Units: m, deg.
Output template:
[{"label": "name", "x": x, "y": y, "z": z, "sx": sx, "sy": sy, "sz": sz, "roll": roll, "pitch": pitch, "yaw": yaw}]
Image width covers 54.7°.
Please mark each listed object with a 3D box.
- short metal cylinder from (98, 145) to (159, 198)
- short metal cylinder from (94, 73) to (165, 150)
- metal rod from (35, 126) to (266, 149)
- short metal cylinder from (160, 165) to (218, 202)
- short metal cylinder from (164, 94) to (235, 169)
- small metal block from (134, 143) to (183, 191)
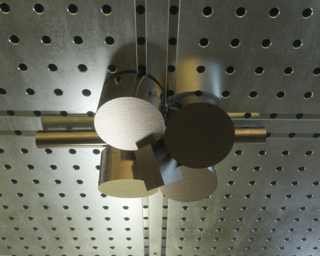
[{"label": "short metal cylinder", "x": -0.042, "y": 0.061, "z": 0.426, "sx": 0.081, "sy": 0.050, "sz": 0.080, "roll": -1, "pitch": 150, "yaw": 0}, {"label": "short metal cylinder", "x": -0.035, "y": -0.019, "z": 0.374, "sx": 0.081, "sy": 0.050, "sz": 0.079, "roll": 0, "pitch": 130, "yaw": 0}, {"label": "metal rod", "x": -0.012, "y": 0.012, "z": 0.417, "sx": 0.302, "sy": 0.025, "sz": 0.025, "roll": -1, "pitch": 130, "yaw": 0}, {"label": "short metal cylinder", "x": 0.039, "y": 0.062, "z": 0.443, "sx": 0.081, "sy": 0.050, "sz": 0.079, "roll": 0, "pitch": 130, "yaw": 0}, {"label": "short metal cylinder", "x": 0.045, "y": 0.002, "z": 0.376, "sx": 0.081, "sy": 0.050, "sz": 0.079, "roll": 0, "pitch": 107, "yaw": 0}, {"label": "small metal block", "x": -0.001, "y": 0.046, "z": 0.383, "sx": 0.025, "sy": 0.050, "sz": 0.050, "roll": -25, "pitch": 168, "yaw": 26}]
